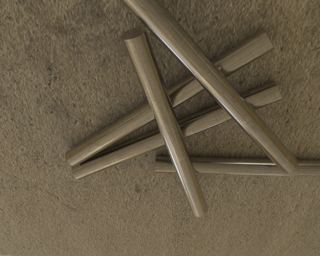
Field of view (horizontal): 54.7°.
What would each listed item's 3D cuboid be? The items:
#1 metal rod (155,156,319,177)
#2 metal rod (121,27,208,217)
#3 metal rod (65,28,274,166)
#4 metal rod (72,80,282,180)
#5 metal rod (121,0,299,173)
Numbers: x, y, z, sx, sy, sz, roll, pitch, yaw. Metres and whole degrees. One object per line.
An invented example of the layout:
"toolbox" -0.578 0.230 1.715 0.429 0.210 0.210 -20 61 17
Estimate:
"metal rod" 0.144 0.057 0.456 0.302 0.025 0.025 2 130 -2
"metal rod" 0.018 0.018 0.388 0.025 0.025 0.299 -13 129 11
"metal rod" -0.005 -0.026 0.384 0.300 0.025 0.025 -30 124 23
"metal rod" 0.009 0.010 0.415 0.300 0.025 0.025 -23 127 18
"metal rod" 0.074 -0.035 0.343 0.025 0.025 0.301 -34 123 25
